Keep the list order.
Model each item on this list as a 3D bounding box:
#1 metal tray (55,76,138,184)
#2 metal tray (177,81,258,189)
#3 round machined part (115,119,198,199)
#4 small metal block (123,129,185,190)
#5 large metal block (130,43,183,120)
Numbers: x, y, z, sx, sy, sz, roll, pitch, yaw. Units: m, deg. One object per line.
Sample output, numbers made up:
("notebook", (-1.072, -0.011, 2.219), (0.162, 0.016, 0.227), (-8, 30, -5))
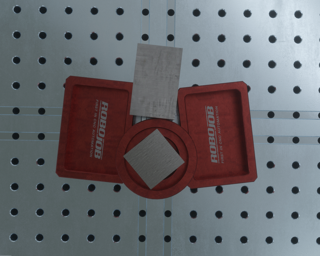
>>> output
("metal tray", (-0.081, 0.002, 0.406), (0.091, 0.030, 0.129), (6, 90, 0))
("metal tray", (0.072, 0.009, 0.407), (0.091, 0.030, 0.129), (-6, 90, 0))
("round machined part", (-0.004, 0.037, 0.392), (0.099, 0.042, 0.097), (0, 90, 0))
("small metal block", (-0.007, 0.036, 0.367), (0.050, 0.025, 0.050), (-39, 90, 0))
("large metal block", (-0.004, -0.052, 0.382), (0.050, 0.080, 0.080), (6, 90, 0))
